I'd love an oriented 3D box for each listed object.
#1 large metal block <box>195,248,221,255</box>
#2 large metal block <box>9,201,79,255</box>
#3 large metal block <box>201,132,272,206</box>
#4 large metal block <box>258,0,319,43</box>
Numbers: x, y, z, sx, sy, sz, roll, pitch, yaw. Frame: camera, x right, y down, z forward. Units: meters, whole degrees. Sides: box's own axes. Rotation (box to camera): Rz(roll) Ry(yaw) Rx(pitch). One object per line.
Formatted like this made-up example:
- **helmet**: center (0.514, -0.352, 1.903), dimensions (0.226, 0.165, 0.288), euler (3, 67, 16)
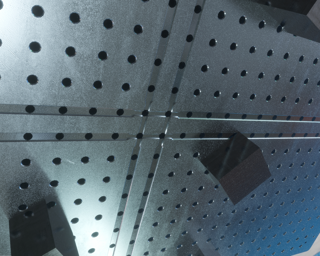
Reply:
- **large metal block**: center (0.097, 0.302, 0.619), dimensions (0.050, 0.080, 0.080), euler (19, 108, -36)
- **large metal block**: center (-0.144, 0.155, 0.394), dimensions (0.050, 0.080, 0.080), euler (-29, 129, -11)
- **large metal block**: center (0.126, 0.067, 0.508), dimensions (0.080, 0.050, 0.080), euler (-38, 130, -3)
- **large metal block**: center (0.186, -0.150, 0.386), dimensions (0.080, 0.080, 0.050), euler (22, 107, -37)
